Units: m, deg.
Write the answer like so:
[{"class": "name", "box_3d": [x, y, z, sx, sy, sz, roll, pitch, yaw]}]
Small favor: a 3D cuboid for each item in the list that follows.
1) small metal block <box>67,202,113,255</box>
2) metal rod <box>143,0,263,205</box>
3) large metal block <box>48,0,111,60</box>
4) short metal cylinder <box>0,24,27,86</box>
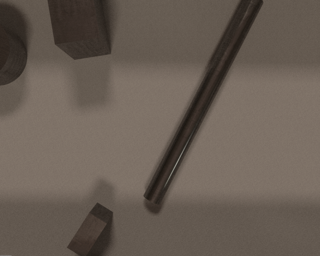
[{"class": "small metal block", "box_3d": [-0.088, 0.130, 0.398, 0.025, 0.050, 0.050, 33, 90, 0]}, {"class": "metal rod", "box_3d": [0.058, -0.038, 0.412, 0.025, 0.025, 0.299, 27, 90, -1]}, {"class": "large metal block", "box_3d": [-0.098, -0.136, 0.383, 0.050, 0.080, 0.080, -9, 90, 0]}, {"class": "short metal cylinder", "box_3d": [-0.221, -0.097, 0.396, 0.081, 0.050, 0.079, 0, 90, -1]}]
